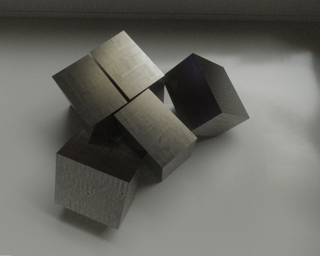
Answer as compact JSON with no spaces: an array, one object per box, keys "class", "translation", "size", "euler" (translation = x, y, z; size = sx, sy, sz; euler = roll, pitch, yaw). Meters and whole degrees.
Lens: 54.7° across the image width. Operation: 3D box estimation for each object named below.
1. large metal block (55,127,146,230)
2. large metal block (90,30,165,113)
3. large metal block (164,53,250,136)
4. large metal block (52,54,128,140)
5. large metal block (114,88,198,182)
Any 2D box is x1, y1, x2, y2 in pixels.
[{"class":"large metal block","translation":[-0.068,0.057,0.350],"size":[0.080,0.079,0.050],"euler":[21,37,7]},{"class":"large metal block","translation":[-0.039,-0.062,0.401],"size":[0.050,0.080,0.080],"euler":[-37,75,-12]},{"class":"large metal block","translation":[0.058,-0.038,0.387],"size":[0.050,0.080,0.080],"euler":[-33,68,31]},{"class":"large metal block","translation":[-0.081,-0.031,0.390],"size":[0.050,0.080,0.080],"euler":[-36,74,-12]},{"class":"large metal block","translation":[-0.005,0.012,0.374],"size":[0.050,0.080,0.080],"euler":[-40,75,-13]}]
